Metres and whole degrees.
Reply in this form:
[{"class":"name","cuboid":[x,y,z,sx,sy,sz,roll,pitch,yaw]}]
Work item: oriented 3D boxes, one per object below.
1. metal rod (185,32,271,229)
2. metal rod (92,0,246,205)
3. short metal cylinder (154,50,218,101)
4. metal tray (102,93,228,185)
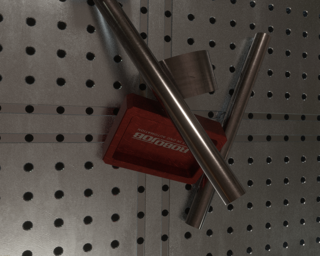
[{"class":"metal rod","cuboid":[0.102,-0.001,0.451,0.025,0.025,0.299,25,82,-19]},{"class":"metal rod","cuboid":[-0.001,-0.051,0.348,0.025,0.025,0.299,-27,75,-18]},{"class":"short metal cylinder","cuboid":[0.029,-0.063,0.395,0.081,0.080,0.050,-17,95,-20]},{"class":"metal tray","cuboid":[0.005,0.018,0.386,0.131,0.030,0.089,17,123,-20]}]
